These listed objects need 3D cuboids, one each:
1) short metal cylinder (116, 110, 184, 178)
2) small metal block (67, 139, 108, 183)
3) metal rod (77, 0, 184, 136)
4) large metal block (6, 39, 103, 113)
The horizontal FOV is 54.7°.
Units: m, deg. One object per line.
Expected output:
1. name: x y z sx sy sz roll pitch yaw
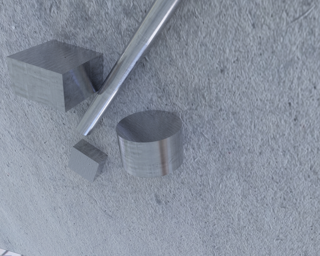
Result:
1. short metal cylinder: -0.011 0.018 0.388 0.080 0.080 0.050 9 122 23
2. small metal block: -0.118 0.054 0.502 0.050 0.025 0.050 32 129 7
3. metal rod: -0.035 -0.084 0.373 0.025 0.025 0.298 42 129 -1
4. large metal block: -0.130 -0.070 0.396 0.080 0.080 0.050 19 126 17
